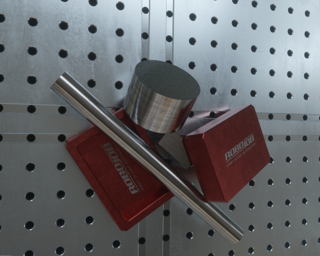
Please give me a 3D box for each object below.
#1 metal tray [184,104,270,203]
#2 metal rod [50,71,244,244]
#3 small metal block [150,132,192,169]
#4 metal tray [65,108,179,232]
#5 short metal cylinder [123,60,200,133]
[{"bbox_3d":[0.096,0.030,0.414,0.131,0.030,0.090,-27,100,-43],"label":"metal tray"},{"bbox_3d":[-0.004,0.046,0.375,0.300,0.025,0.025,43,77,-16],"label":"metal rod"},{"bbox_3d":[0.015,0.025,0.400,0.050,0.050,0.025,42,77,-15],"label":"small metal block"},{"bbox_3d":[-0.046,0.050,0.389,0.090,0.030,0.130,-33,101,-17],"label":"metal tray"},{"bbox_3d":[0.002,-0.039,0.374,0.081,0.080,0.050,9,129,-20],"label":"short metal cylinder"}]
